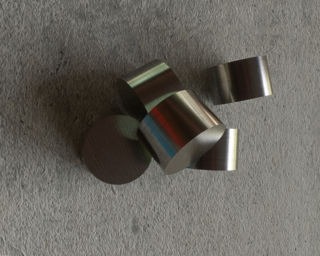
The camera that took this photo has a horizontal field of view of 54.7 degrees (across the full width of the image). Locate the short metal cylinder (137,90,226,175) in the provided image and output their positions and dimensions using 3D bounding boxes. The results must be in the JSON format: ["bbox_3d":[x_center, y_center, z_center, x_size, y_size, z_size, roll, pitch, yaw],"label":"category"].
[{"bbox_3d":[0.023,0.005,0.332,0.080,0.080,0.050,-32,67,-17],"label":"short metal cylinder"}]

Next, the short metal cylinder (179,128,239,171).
[{"bbox_3d":[0.061,0.025,0.402,0.081,0.080,0.050,3,89,-20],"label":"short metal cylinder"}]

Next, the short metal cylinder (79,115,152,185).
[{"bbox_3d":[-0.055,0.025,0.376,0.081,0.050,0.080,0,90,-20],"label":"short metal cylinder"}]

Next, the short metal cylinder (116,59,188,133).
[{"bbox_3d":[-0.010,-0.036,0.376,0.050,0.080,0.080,-32,101,-17],"label":"short metal cylinder"}]

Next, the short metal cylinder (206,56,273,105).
[{"bbox_3d":[0.107,-0.063,0.419,0.081,0.080,0.050,-14,95,-20],"label":"short metal cylinder"}]
